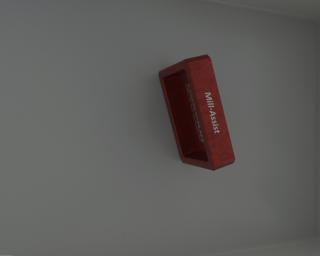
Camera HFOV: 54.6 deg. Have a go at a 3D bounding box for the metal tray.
[{"bbox_3d":[0.043,-0.017,0.388,0.030,0.090,0.129,-17,96,-20],"label":"metal tray"}]
